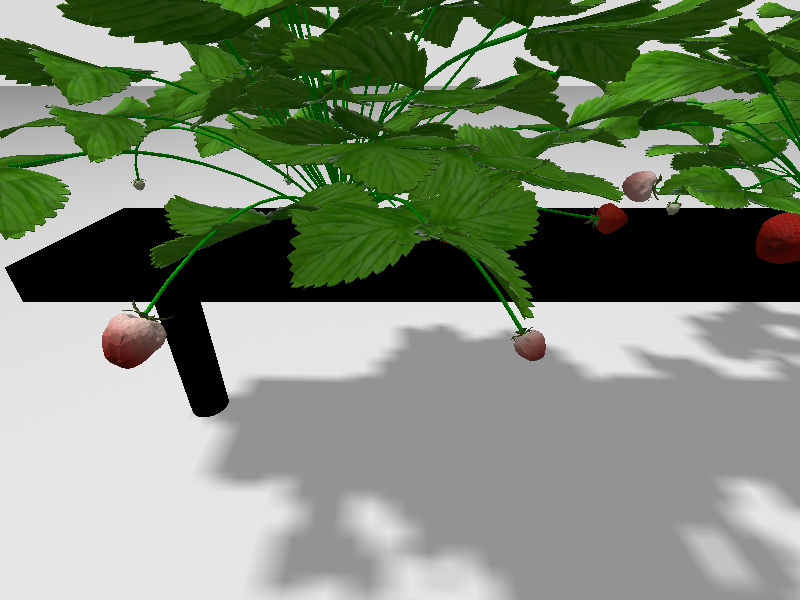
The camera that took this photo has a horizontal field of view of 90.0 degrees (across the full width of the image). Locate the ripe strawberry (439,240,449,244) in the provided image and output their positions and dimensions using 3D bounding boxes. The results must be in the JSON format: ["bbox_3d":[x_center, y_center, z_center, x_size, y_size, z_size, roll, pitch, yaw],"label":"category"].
[{"bbox_3d":[0.045,-0.064,0.338,0.033,0.032,0.031,8,31,13],"label":"ripe strawberry"}]

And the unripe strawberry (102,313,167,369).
[{"bbox_3d":[-0.132,0.020,0.196,0.028,0.026,0.025,12,-21,20],"label":"unripe strawberry"}]

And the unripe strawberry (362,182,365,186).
[{"bbox_3d":[-0.046,-0.143,0.491,0.011,0.010,0.010,1,30,1],"label":"unripe strawberry"}]

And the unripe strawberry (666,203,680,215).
[{"bbox_3d":[0.257,-0.085,0.378,0.011,0.011,0.011,4,30,7],"label":"unripe strawberry"}]

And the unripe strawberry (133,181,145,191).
[{"bbox_3d":[-0.261,-0.115,0.401,0.010,0.010,0.011,7,31,13],"label":"unripe strawberry"}]

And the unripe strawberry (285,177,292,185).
[{"bbox_3d":[-0.134,-0.144,0.483,0.009,0.010,0.010,-17,34,-27],"label":"unripe strawberry"}]

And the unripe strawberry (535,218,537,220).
[{"bbox_3d":[0.120,-0.076,0.373,0.014,0.015,0.013,10,29,-10],"label":"unripe strawberry"}]

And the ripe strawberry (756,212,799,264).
[{"bbox_3d":[0.288,-0.044,0.298,0.040,0.040,0.037,-17,34,-27],"label":"ripe strawberry"}]

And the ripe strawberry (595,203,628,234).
[{"bbox_3d":[0.189,-0.072,0.358,0.027,0.026,0.025,1,30,0],"label":"ripe strawberry"}]

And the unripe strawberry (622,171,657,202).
[{"bbox_3d":[0.263,-0.126,0.442,0.032,0.033,0.029,19,35,30],"label":"unripe strawberry"}]
